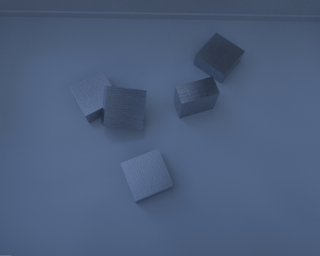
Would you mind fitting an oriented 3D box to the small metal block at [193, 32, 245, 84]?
[{"bbox_3d":[0.085,-0.101,0.448,0.050,0.025,0.050,38,74,12],"label":"small metal block"}]

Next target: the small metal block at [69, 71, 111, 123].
[{"bbox_3d":[-0.088,-0.043,0.424,0.050,0.025,0.050,-29,73,-10],"label":"small metal block"}]

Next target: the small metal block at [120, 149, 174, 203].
[{"bbox_3d":[-0.016,0.060,0.387,0.050,0.025,0.050,-21,72,-8],"label":"small metal block"}]

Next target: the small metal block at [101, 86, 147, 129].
[{"bbox_3d":[-0.047,-0.027,0.401,0.050,0.025,0.050,4,99,-18],"label":"small metal block"}]

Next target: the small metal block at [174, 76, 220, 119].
[{"bbox_3d":[0.047,-0.040,0.411,0.050,0.050,0.025,-16,71,-6],"label":"small metal block"}]
